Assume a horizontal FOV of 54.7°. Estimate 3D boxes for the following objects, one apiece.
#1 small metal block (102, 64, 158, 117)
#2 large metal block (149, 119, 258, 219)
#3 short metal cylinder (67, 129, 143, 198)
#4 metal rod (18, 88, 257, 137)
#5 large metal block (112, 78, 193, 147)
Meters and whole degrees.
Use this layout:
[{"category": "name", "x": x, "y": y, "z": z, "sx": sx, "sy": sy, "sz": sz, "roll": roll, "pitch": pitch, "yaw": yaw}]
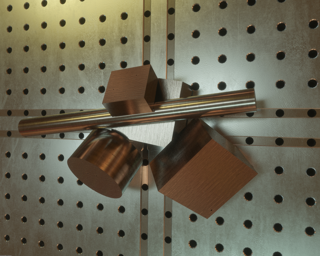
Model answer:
[{"category": "small metal block", "x": -0.033, "y": -0.043, "z": 0.354, "sx": 0.050, "sy": 0.025, "sz": 0.050, "roll": -6, "pitch": 53, "yaw": 20}, {"category": "large metal block", "x": 0.048, "y": 0.046, "z": 0.356, "sx": 0.080, "sy": 0.050, "sz": 0.080, "roll": 36, "pitch": 106, "yaw": -29}, {"category": "short metal cylinder", "x": -0.070, "y": 0.046, "z": 0.398, "sx": 0.080, "sy": 0.080, "sz": 0.050, "roll": 21, "pitch": 54, "yaw": 18}, {"category": "metal rod", "x": -0.042, "y": -0.015, "z": 0.370, "sx": 0.301, "sy": 0.025, "sz": 0.025, "roll": -6, "pitch": 88, "yaw": 20}, {"category": "large metal block", "x": -0.010, "y": -0.023, "z": 0.398, "sx": 0.080, "sy": 0.050, "sz": 0.079, "roll": 12, "pitch": 94, "yaw": 19}]
